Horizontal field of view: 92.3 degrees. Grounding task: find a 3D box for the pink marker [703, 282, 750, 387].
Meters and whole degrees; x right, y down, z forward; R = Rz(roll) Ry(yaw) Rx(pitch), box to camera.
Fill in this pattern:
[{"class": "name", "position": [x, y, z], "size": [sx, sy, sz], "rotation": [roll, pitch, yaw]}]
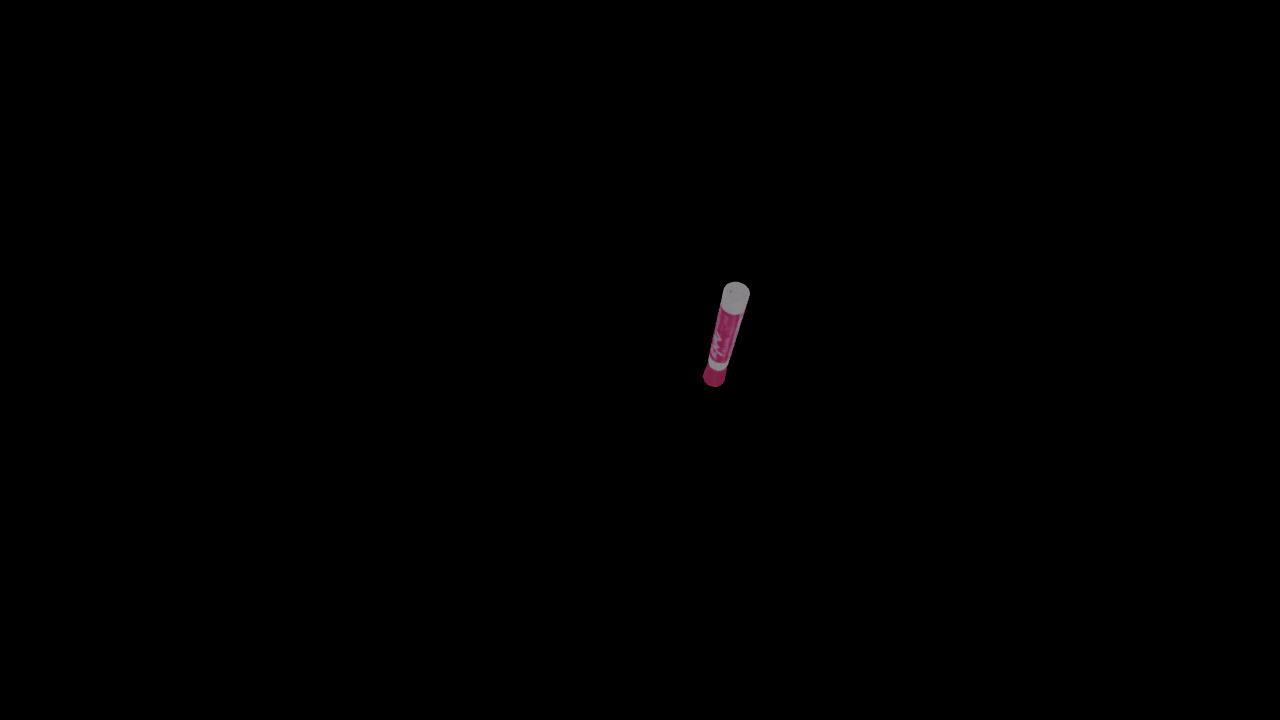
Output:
[{"class": "pink marker", "position": [0.065, -0.015, 0.479], "size": [0.020, 0.020, 0.121], "rotation": [0, -33, -2]}]
